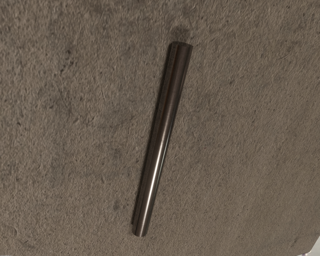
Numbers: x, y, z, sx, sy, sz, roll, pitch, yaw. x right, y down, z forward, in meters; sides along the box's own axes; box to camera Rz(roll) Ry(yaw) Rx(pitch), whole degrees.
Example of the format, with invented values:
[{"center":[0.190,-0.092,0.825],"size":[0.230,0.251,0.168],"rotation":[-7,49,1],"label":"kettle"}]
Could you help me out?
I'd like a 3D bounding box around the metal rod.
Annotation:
[{"center":[-0.003,0.033,0.427],"size":[0.025,0.025,0.298],"rotation":[-2,120,-28],"label":"metal rod"}]
